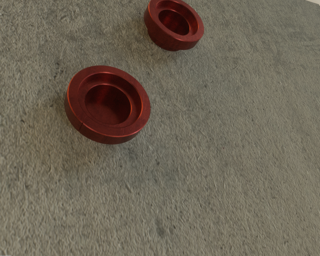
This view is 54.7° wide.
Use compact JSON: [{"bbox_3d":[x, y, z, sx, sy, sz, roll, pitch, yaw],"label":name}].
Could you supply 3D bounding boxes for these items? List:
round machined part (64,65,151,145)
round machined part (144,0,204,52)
[{"bbox_3d":[-0.065,-0.024,0.372,0.099,0.042,0.098,14,56,-21],"label":"round machined part"},{"bbox_3d":[0.019,-0.164,0.503,0.099,0.042,0.098,14,56,-21],"label":"round machined part"}]
